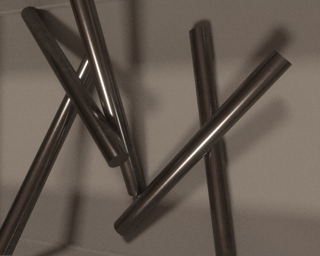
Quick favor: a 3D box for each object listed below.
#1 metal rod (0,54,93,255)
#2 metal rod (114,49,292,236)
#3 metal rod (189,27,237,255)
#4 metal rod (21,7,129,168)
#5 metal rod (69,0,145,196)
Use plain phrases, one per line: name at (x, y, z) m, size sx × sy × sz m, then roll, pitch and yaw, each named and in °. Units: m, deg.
metal rod at (-0.146, 0.034, 0.403) m, size 0.025 × 0.025 × 0.299 m, roll 15°, pitch 73°, yaw 19°
metal rod at (0.037, 0.033, 0.373) m, size 0.025 × 0.025 × 0.299 m, roll 46°, pitch 112°, yaw 14°
metal rod at (0.066, 0.024, 0.386) m, size 0.025 × 0.025 × 0.298 m, roll -7°, pitch 88°, yaw 19°
metal rod at (-0.124, -0.071, 0.411) m, size 0.025 × 0.025 × 0.300 m, roll -44°, pitch 61°, yaw 14°
metal rod at (-0.063, -0.050, 0.369) m, size 0.025 × 0.025 × 0.298 m, roll -5°, pitch 113°, yaw 19°
